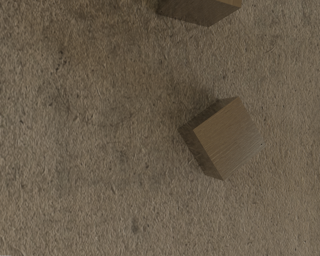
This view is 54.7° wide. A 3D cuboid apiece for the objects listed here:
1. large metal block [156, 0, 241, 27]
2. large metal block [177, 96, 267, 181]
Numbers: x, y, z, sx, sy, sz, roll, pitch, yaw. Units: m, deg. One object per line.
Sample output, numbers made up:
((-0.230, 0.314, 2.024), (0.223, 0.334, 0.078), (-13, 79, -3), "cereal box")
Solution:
((0.049, -0.174, 0.397), (0.081, 0.080, 0.050), (7, 88, -20), "large metal block")
((0.085, 0.013, 0.427), (0.080, 0.050, 0.080), (-35, 102, -17), "large metal block")
